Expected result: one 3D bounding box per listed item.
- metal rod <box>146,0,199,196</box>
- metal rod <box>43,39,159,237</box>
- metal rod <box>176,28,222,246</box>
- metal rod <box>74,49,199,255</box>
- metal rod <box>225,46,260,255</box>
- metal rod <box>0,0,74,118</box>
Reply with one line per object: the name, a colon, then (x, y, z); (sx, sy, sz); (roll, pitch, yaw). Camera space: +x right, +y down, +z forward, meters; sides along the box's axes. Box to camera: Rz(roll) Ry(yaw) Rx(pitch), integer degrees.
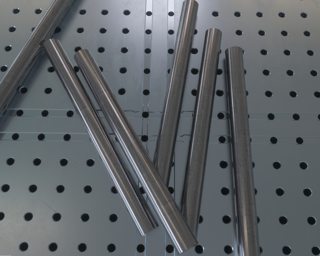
metal rod: (0.022, -0.053, 0.431); (0.025, 0.025, 0.299); (9, 70, 3)
metal rod: (-0.086, 0.000, 0.411); (0.025, 0.025, 0.299); (-28, 73, -10)
metal rod: (0.055, -0.003, 0.413); (0.025, 0.025, 0.299); (9, 70, 3)
metal rod: (-0.041, 0.012, 0.389); (0.025, 0.025, 0.299); (-27, 66, -9)
metal rod: (0.105, 0.028, 0.401); (0.025, 0.025, 0.299); (1, 70, 0)
metal rod: (-0.187, -0.114, 0.452); (0.025, 0.025, 0.300); (21, 71, 7)
